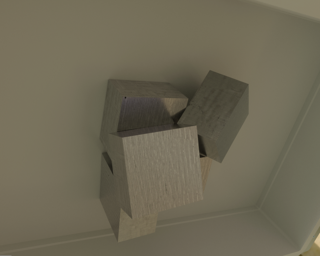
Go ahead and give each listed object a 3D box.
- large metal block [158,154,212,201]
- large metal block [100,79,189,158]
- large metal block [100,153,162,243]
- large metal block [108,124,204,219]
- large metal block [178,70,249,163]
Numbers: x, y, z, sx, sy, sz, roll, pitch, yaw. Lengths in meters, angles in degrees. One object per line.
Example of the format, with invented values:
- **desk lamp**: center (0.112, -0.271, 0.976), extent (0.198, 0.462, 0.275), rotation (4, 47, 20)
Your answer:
- **large metal block**: center (0.020, 0.064, 0.440), extent (0.081, 0.050, 0.079), rotation (-5, 121, -26)
- **large metal block**: center (-0.022, -0.010, 0.374), extent (0.081, 0.050, 0.079), rotation (-1, 119, -28)
- **large metal block**: center (-0.041, 0.084, 0.402), extent (0.050, 0.080, 0.079), rotation (-7, 122, -26)
- **large metal block**: center (-0.005, 0.041, 0.330), extent (0.081, 0.050, 0.079), rotation (-9, 97, -24)
- **large metal block**: center (0.070, -0.012, 0.391), extent (0.080, 0.050, 0.080), rotation (-58, 155, -13)
